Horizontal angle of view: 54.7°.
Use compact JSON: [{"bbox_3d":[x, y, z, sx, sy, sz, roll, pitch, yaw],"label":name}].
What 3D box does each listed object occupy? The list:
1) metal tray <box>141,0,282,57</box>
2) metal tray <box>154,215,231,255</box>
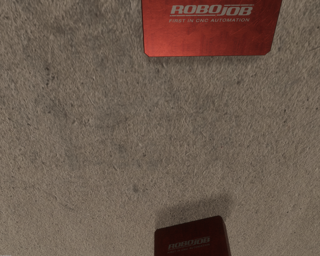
[{"bbox_3d":[0.048,-0.118,0.304,0.131,0.030,0.089,-1,130,0],"label":"metal tray"},{"bbox_3d":[0.056,0.214,0.547,0.130,0.090,0.030,-17,128,13],"label":"metal tray"}]
